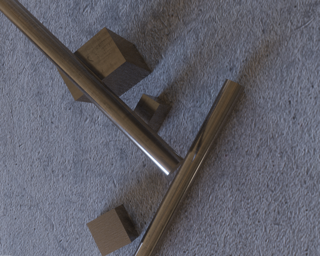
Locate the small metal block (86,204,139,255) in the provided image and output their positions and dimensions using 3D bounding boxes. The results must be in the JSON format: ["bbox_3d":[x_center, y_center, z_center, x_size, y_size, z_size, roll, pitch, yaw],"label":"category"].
[{"bbox_3d":[-0.066,0.142,0.431,0.050,0.025,0.050,-32,80,17],"label":"small metal block"}]

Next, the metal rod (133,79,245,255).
[{"bbox_3d":[0.025,0.077,0.399,0.025,0.025,0.298,29,99,17],"label":"metal rod"}]

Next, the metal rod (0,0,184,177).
[{"bbox_3d":[-0.090,-0.059,0.354,0.300,0.025,0.025,43,103,14],"label":"metal rod"}]

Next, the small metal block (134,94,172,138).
[{"bbox_3d":[-0.014,-0.014,0.400,0.025,0.050,0.050,33,101,16],"label":"small metal block"}]

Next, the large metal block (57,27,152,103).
[{"bbox_3d":[-0.069,-0.075,0.403,0.080,0.080,0.050,-34,79,16],"label":"large metal block"}]
